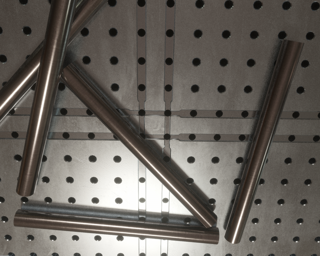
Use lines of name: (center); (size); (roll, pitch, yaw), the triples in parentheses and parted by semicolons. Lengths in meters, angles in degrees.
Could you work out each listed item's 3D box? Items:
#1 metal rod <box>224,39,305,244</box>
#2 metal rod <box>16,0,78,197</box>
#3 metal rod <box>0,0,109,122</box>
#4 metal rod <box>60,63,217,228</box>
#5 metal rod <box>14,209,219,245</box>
metal rod: (0.137, 0.032, 0.427); (0.025, 0.025, 0.298); (9, 110, -4)
metal rod: (-0.142, -0.035, 0.380); (0.025, 0.025, 0.298); (19, 116, -7)
metal rod: (-0.151, -0.079, 0.381); (0.299, 0.025, 0.025); (-43, 105, 14)
metal rod: (-0.022, 0.034, 0.425); (0.025, 0.025, 0.300); (-39, 106, 13)
metal rod: (-0.062, 0.149, 0.467); (0.302, 0.025, 0.025); (6, 110, -3)
